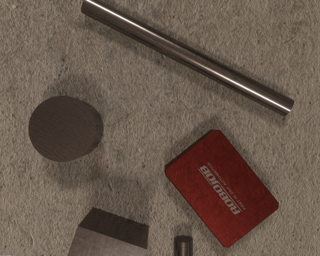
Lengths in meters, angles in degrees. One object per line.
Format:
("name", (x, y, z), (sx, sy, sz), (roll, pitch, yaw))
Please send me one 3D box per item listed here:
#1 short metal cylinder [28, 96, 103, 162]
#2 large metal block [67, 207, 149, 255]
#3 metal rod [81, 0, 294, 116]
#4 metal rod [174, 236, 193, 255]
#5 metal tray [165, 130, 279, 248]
("short metal cylinder", (-0.117, 0.001, 0.396), (0.081, 0.050, 0.079), (0, 90, -1))
("large metal block", (-0.061, 0.144, 0.382), (0.080, 0.080, 0.050), (19, 90, -1))
("metal rod", (0.037, -0.095, 0.410), (0.301, 0.025, 0.025), (27, 90, -1))
("metal rod", (0.032, 0.296, 0.410), (0.025, 0.025, 0.298), (0, 90, -1))
("metal tray", (0.079, 0.077, 0.409), (0.090, 0.030, 0.130), (-39, 91, -1))
